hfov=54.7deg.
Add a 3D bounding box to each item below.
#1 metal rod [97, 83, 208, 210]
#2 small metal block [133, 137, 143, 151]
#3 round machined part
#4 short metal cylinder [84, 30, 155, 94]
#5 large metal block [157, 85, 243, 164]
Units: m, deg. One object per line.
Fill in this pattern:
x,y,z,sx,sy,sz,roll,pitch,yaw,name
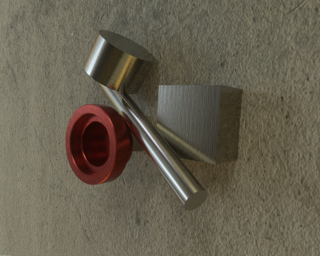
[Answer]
-0.036,-0.017,0.385,0.300,0.025,0.025,51,121,44,metal rod
-0.045,0.007,0.426,0.025,0.050,0.050,-3,89,40,small metal block
-0.072,0.019,0.388,0.098,0.042,0.097,2,92,39,round machined part
-0.053,-0.088,0.413,0.080,0.081,0.050,45,117,30,short metal cylinder
0.043,-0.006,0.353,0.080,0.050,0.079,6,94,39,large metal block
